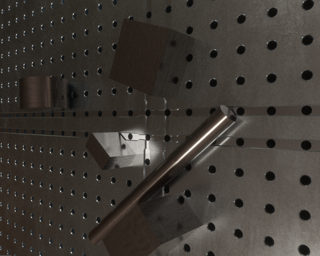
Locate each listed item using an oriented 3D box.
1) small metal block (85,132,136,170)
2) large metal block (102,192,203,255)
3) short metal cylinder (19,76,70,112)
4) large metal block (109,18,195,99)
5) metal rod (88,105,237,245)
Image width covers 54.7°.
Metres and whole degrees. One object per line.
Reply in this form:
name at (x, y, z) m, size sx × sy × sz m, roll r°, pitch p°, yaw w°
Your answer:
small metal block at (-0.072, 0.032, 0.450) m, size 0.050 × 0.050 × 0.025 m, roll 47°, pitch 118°, yaw 29°
large metal block at (-0.009, 0.128, 0.379) m, size 0.080 × 0.081 × 0.050 m, roll -49°, pitch 61°, yaw 28°
short metal cylinder at (-0.198, -0.056, 0.533) m, size 0.080 × 0.081 × 0.050 m, roll -5°, pitch 87°, yaw 39°
large metal block at (-0.012, -0.089, 0.401) m, size 0.080 × 0.050 × 0.079 m, roll 26°, pitch 106°, yaw 36°
metal rod at (-0.013, 0.078, 0.417) m, size 0.299 × 0.025 × 0.025 m, roll -47°, pitch 63°, yaw 29°
